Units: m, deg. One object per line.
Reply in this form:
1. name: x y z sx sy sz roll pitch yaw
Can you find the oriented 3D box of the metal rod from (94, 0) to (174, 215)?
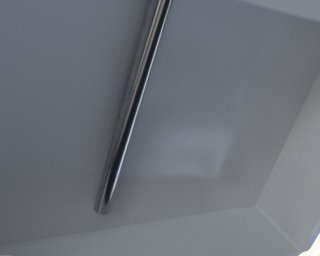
1. metal rod: -0.037 -0.017 0.378 0.025 0.025 0.298 4 116 -31
